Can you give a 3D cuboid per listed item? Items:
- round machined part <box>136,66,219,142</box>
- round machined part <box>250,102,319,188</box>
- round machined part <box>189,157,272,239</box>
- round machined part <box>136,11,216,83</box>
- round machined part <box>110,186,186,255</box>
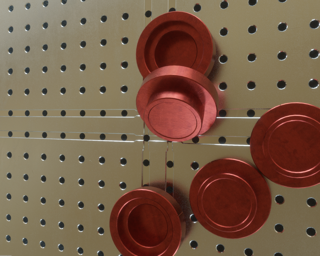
[{"bbox_3d":[0.018,-0.021,0.369,0.098,0.042,0.097,8,135,9],"label":"round machined part"},{"bbox_3d":[0.152,0.019,0.350,0.098,0.042,0.097,0,90,20],"label":"round machined part"},{"bbox_3d":[0.083,0.085,0.374,0.098,0.042,0.097,0,90,20],"label":"round machined part"},{"bbox_3d":[0.022,-0.093,0.396,0.098,0.042,0.097,0,90,20],"label":"round machined part"},{"bbox_3d":[-0.013,0.125,0.409,0.098,0.042,0.097,0,90,20],"label":"round machined part"}]
